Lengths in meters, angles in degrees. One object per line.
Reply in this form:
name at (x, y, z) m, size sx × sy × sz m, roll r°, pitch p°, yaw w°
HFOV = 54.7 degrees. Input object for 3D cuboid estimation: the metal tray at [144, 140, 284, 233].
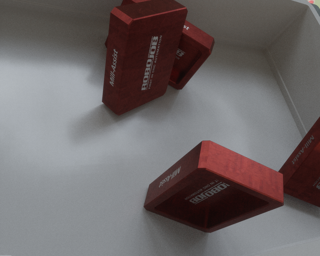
metal tray at (0.049, 0.068, 0.323) m, size 0.090 × 0.129 × 0.030 m, roll 25°, pitch 53°, yaw -13°

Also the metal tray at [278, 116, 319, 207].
metal tray at (0.238, 0.047, 0.440) m, size 0.090 × 0.129 × 0.030 m, roll 23°, pitch 21°, yaw -15°

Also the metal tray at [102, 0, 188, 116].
metal tray at (-0.021, -0.085, 0.377) m, size 0.091 × 0.129 × 0.030 m, roll -29°, pitch 59°, yaw -37°

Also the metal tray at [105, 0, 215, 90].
metal tray at (-0.002, -0.119, 0.434) m, size 0.131 × 0.090 × 0.030 m, roll 29°, pitch 50°, yaw -10°

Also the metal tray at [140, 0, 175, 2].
metal tray at (-0.027, -0.291, 0.567) m, size 0.091 × 0.030 × 0.130 m, roll -12°, pitch 68°, yaw -33°
